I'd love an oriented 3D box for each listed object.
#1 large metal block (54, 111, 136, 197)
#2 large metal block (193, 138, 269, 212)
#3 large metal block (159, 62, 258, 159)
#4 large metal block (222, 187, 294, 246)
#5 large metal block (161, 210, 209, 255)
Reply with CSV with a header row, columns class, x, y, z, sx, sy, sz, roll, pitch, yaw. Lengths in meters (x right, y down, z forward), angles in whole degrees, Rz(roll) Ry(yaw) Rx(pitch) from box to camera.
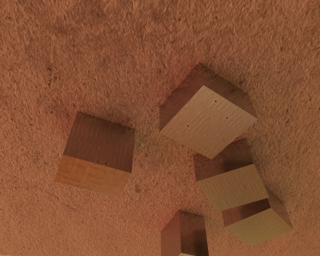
class,x,y,z,sx,sy,sz,roll,pitch,yaw
large metal block,-0.080,0.033,0.398,0.081,0.080,0.050,18,128,-15
large metal block,0.103,0.070,0.451,0.080,0.050,0.080,-21,127,17
large metal block,0.055,-0.018,0.375,0.080,0.050,0.080,28,125,-22
large metal block,0.160,0.145,0.516,0.080,0.050,0.080,-33,123,24
large metal block,0.040,0.205,0.546,0.050,0.080,0.079,18,128,-15
